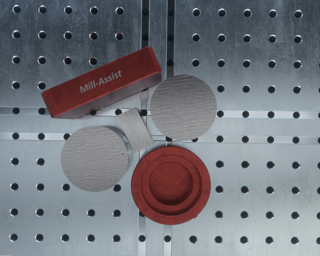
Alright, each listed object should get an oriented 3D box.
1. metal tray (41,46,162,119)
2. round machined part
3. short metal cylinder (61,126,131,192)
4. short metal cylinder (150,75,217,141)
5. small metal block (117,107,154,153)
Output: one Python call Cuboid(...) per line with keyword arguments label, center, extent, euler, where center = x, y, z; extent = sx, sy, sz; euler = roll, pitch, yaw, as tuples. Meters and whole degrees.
Cuboid(label="metal tray", center=(-0.063, -0.050, 0.376), extent=(0.131, 0.090, 0.030), euler=(-23, 90, 0))
Cuboid(label="round machined part", center=(0.014, 0.071, 0.401), extent=(0.099, 0.042, 0.097), euler=(0, 90, 0))
Cuboid(label="short metal cylinder", center=(-0.079, 0.037, 0.396), extent=(0.081, 0.050, 0.079), euler=(0, 90, 0))
Cuboid(label="short metal cylinder", center=(0.028, -0.025, 0.397), extent=(0.081, 0.050, 0.079), euler=(0, 90, 0))
Cuboid(label="small metal block", center=(-0.030, 0.002, 0.396), extent=(0.025, 0.050, 0.050), euler=(-25, 90, 0))
